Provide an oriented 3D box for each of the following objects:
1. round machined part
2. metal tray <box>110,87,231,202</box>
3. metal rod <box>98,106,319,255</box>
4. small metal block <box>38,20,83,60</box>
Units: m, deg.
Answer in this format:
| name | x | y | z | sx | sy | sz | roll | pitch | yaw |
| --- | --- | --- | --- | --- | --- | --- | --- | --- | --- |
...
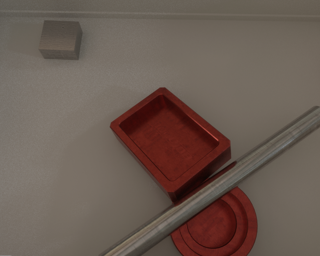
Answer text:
| name | x | y | z | sx | sy | sz | roll | pitch | yaw |
| --- | --- | --- | --- | --- | --- | --- | --- | --- | --- |
| round machined part | 0.058 | 0.110 | 0.361 | 0.099 | 0.042 | 0.098 | 0 | 70 | -1 |
| metal tray | 0.010 | 0.014 | 0.378 | 0.090 | 0.030 | 0.130 | -37 | 54 | -13 |
| metal rod | 0.070 | 0.060 | 0.343 | 0.302 | 0.025 | 0.025 | -32 | 73 | -13 |
| small metal block | -0.145 | -0.129 | 0.455 | 0.050 | 0.025 | 0.050 | 2 | 70 | 0 |
